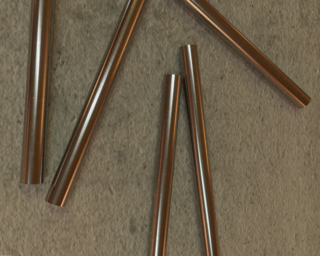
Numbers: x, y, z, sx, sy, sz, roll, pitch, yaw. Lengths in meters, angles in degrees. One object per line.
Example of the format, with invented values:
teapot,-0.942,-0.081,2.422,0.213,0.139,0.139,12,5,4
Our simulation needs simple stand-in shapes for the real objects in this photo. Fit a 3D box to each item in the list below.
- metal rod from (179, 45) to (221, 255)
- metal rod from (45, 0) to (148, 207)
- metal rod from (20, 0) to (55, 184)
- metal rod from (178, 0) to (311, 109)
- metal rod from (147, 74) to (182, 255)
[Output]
metal rod,0.056,0.037,0.430,0.025,0.025,0.298,-8,93,-20
metal rod,-0.071,-0.051,0.383,0.025,0.025,0.299,23,82,-19
metal rod,-0.139,-0.087,0.357,0.025,0.025,0.298,3,89,-20
metal rod,0.114,-0.126,0.452,0.301,0.025,0.025,36,78,-17
metal rod,0.004,0.079,0.411,0.025,0.025,0.298,6,88,-20
